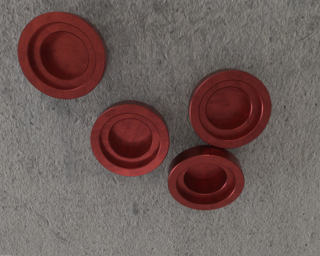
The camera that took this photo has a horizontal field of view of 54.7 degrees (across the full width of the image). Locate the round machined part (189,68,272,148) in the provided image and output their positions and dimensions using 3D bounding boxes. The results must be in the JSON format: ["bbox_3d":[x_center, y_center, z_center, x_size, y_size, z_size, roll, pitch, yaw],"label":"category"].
[{"bbox_3d":[0.084,-0.027,0.391,0.099,0.042,0.097,0,109,-1],"label":"round machined part"}]

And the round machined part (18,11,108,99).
[{"bbox_3d":[-0.111,-0.086,0.368,0.099,0.042,0.097,0,110,0],"label":"round machined part"}]

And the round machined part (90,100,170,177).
[{"bbox_3d":[-0.037,0.010,0.404,0.099,0.042,0.097,0,110,0],"label":"round machined part"}]

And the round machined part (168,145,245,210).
[{"bbox_3d":[0.060,0.061,0.416,0.099,0.042,0.097,1,123,2],"label":"round machined part"}]
